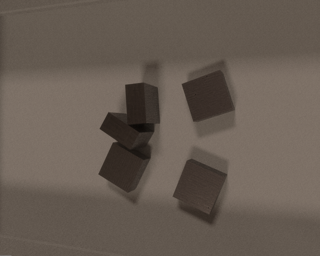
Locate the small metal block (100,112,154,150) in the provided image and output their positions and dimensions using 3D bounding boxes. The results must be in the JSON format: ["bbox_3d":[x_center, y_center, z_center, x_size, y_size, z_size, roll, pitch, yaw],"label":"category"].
[{"bbox_3d":[-0.043,0.003,0.411,0.050,0.050,0.025,33,101,16],"label":"small metal block"}]

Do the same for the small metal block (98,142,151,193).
[{"bbox_3d":[-0.049,0.053,0.427,0.050,0.025,0.050,28,99,17],"label":"small metal block"}]

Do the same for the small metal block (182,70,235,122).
[{"bbox_3d":[0.061,-0.039,0.389,0.050,0.025,0.050,-18,84,18],"label":"small metal block"}]

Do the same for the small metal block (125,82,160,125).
[{"bbox_3d":[-0.022,-0.030,0.404,0.025,0.050,0.050,-4,89,19],"label":"small metal block"}]

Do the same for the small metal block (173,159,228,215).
[{"bbox_3d":[0.051,0.073,0.392,0.050,0.025,0.050,23,97,18],"label":"small metal block"}]
